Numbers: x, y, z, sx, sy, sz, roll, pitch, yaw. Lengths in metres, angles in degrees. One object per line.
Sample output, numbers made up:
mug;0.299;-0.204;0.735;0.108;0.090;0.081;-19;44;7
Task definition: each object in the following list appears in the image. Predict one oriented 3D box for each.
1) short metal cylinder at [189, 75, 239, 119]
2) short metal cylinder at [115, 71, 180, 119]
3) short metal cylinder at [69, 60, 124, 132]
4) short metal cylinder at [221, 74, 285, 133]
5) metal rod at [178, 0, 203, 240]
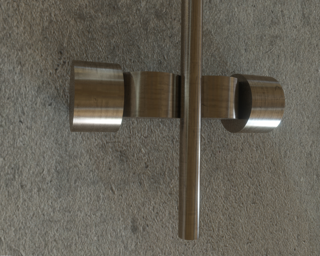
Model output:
short metal cylinder;0.062;-0.037;0.403;0.081;0.080;0.050;1;90;-20
short metal cylinder;-0.014;-0.037;0.376;0.081;0.080;0.050;1;90;-20
short metal cylinder;-0.075;-0.035;0.354;0.050;0.080;0.080;1;90;-20
short metal cylinder;0.123;-0.033;0.427;0.050;0.080;0.080;1;90;-20
metal rod;0.036;-0.024;0.358;0.025;0.025;0.298;1;90;-20
